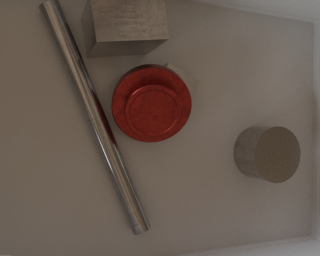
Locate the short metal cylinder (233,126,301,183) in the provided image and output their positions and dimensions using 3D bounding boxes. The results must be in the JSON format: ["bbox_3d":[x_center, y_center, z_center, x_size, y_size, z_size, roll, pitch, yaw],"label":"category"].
[{"bbox_3d":[0.157,0.037,0.457,0.081,0.050,0.079,0,90,-21],"label":"short metal cylinder"}]

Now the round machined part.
[{"bbox_3d":[-0.009,-0.025,0.379,0.099,0.042,0.097,-3,114,-6],"label":"round machined part"}]

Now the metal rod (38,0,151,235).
[{"bbox_3d":[-0.077,-0.006,0.382,0.025,0.025,0.298,-24,98,-19],"label":"metal rod"}]

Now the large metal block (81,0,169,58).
[{"bbox_3d":[-0.044,-0.118,0.365,0.081,0.080,0.050,-8,93,-20],"label":"large metal block"}]

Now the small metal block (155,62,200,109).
[{"bbox_3d":[0.018,-0.052,0.418,0.050,0.025,0.050,28,80,-18],"label":"small metal block"}]
